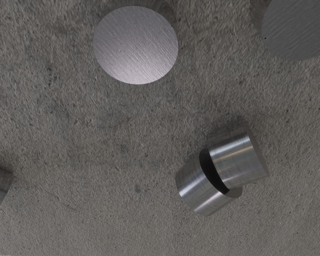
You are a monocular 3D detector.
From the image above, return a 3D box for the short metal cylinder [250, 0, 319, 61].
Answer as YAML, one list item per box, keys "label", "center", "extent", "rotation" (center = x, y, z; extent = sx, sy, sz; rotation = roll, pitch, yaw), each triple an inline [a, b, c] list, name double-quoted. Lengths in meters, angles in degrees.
- label: "short metal cylinder"
  center: [0.132, -0.112, 0.296]
  extent: [0.081, 0.050, 0.079]
  rotation: [0, 130, 0]

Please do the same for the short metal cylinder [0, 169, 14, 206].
- label: "short metal cylinder"
  center: [-0.257, 0.094, 0.448]
  extent: [0.050, 0.080, 0.080]
  rotation: [33, 123, -25]

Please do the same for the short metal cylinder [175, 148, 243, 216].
- label: "short metal cylinder"
  center: [0.069, 0.075, 0.436]
  extent: [0.080, 0.080, 0.050]
  rotation: [30, 124, -23]

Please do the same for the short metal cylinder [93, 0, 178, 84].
- label: "short metal cylinder"
  center: [-0.023, -0.091, 0.313]
  extent: [0.081, 0.050, 0.079]
  rotation: [0, 130, 0]

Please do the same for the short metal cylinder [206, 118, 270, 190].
- label: "short metal cylinder"
  center: [0.101, 0.034, 0.401]
  extent: [0.050, 0.080, 0.080]
  rotation: [-25, 126, 19]
